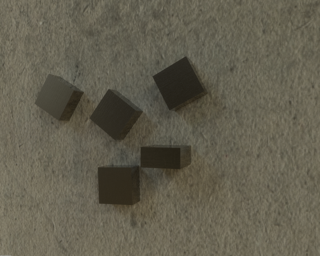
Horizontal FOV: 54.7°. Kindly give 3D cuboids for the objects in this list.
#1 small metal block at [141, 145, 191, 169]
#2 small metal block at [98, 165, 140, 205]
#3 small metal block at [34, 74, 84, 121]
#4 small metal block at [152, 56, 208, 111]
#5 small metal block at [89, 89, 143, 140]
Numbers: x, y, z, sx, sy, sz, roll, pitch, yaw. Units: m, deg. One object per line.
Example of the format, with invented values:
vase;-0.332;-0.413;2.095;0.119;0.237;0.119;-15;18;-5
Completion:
small metal block;0.009;0.035;0.392;0.050;0.050;0.025;0;90;19
small metal block;-0.056;0.078;0.428;0.050;0.025;0.050;-2;89;19
small metal block;-0.150;-0.045;0.460;0.050;0.025;0.050;32;100;16
small metal block;0.026;-0.056;0.399;0.050;0.025;0.050;-29;81;17
small metal block;-0.061;-0.018;0.429;0.050;0.025;0.050;39;102;15
